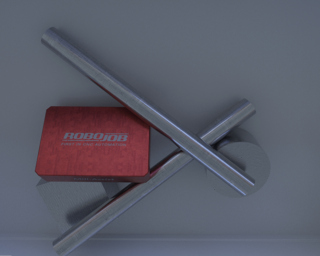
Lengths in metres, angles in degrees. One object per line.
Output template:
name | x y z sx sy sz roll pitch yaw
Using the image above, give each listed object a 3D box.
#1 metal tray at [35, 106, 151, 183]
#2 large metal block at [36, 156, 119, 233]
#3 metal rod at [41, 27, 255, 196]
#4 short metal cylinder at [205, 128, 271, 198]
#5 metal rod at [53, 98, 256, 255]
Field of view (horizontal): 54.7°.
metal tray | -0.078 0.020 0.384 0.131 0.030 0.090 1 66 0
large metal block | -0.106 0.088 0.424 0.080 0.050 0.080 -18 109 6
metal rod | -0.014 -0.019 0.371 0.301 0.025 0.025 37 106 0
short metal cylinder | 0.099 0.045 0.414 0.081 0.050 0.079 0 110 -1
metal rod | -0.005 0.061 0.393 0.301 0.025 0.025 -37 107 -3
